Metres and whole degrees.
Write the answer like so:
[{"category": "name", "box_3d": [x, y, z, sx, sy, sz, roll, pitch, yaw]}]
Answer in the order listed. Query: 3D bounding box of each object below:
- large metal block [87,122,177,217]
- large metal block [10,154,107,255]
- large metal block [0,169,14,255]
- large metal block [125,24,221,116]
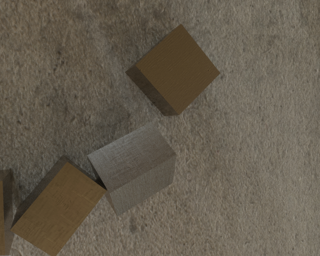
[{"category": "large metal block", "box_3d": [-0.030, 0.050, 0.362, 0.081, 0.080, 0.050, -28, 63, -18]}, {"category": "large metal block", "box_3d": [-0.111, 0.079, 0.340, 0.050, 0.080, 0.080, 41, 77, -16]}, {"category": "large metal block", "box_3d": [-0.181, 0.089, 0.313, 0.050, 0.080, 0.079, -2, 91, -20]}, {"category": "large metal block", "box_3d": [0.016, -0.072, 0.403, 0.080, 0.050, 0.080, -46, 105, -15]}]
